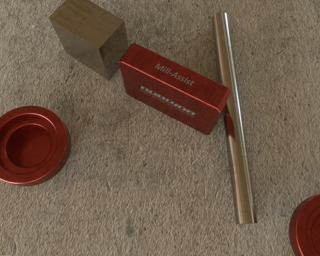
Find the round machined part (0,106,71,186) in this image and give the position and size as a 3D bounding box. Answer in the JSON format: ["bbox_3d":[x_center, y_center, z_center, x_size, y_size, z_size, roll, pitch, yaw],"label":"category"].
[{"bbox_3d":[-0.161,0.025,0.389,0.099,0.042,0.098,0,70,0],"label":"round machined part"}]

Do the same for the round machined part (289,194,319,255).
[{"bbox_3d":[0.197,0.125,0.355,0.099,0.042,0.098,0,70,0],"label":"round machined part"}]

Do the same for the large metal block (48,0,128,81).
[{"bbox_3d":[-0.092,-0.122,0.423,0.080,0.080,0.050,33,74,11],"label":"large metal block"}]

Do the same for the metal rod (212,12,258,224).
[{"bbox_3d":[0.097,-0.027,0.418,0.025,0.025,0.299,-2,70,-1],"label":"metal rod"}]

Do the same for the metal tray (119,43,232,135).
[{"bbox_3d":[0.016,-0.045,0.390,0.130,0.090,0.030,28,73,9],"label":"metal tray"}]
